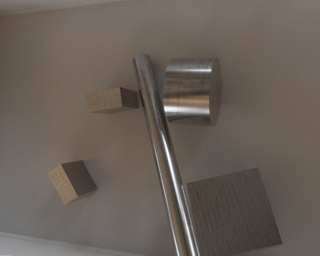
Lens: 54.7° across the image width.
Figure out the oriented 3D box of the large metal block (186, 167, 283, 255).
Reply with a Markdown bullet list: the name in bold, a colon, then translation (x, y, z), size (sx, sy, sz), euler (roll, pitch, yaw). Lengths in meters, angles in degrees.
- **large metal block**: translation (0.080, 0.098, 0.347), size (0.080, 0.050, 0.080), euler (-14, 64, 7)

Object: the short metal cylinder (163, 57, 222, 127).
- **short metal cylinder**: translation (0.041, -0.043, 0.366), size (0.050, 0.080, 0.079), euler (4, 91, 20)

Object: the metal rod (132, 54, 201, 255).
- **metal rod**: translation (0.007, 0.040, 0.358), size (0.025, 0.025, 0.299), euler (-22, 64, 18)

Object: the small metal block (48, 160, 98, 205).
- **small metal block**: translation (-0.122, 0.076, 0.439), size (0.025, 0.050, 0.050), euler (-35, 79, 16)

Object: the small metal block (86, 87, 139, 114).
- **small metal block**: translation (-0.064, -0.036, 0.419), size (0.050, 0.050, 0.025), euler (-8, 88, 19)
